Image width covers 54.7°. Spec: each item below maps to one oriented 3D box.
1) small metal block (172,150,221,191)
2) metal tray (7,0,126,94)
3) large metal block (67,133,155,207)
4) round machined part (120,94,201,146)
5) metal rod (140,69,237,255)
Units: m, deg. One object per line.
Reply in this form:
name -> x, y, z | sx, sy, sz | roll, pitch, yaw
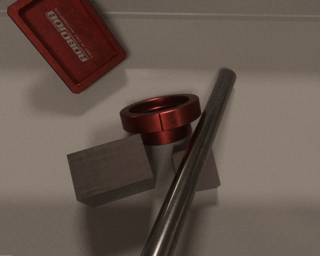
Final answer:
small metal block -> 0.044, 0.054, 0.391 | 0.050, 0.025, 0.050 | -10, 70, -4
metal tray -> -0.119, -0.122, 0.409 | 0.090, 0.030, 0.130 | -40, 112, -10
large metal block -> -0.053, 0.053, 0.361 | 0.081, 0.080, 0.050 | -16, 71, -6
round machined part -> 0.003, -0.010, 0.385 | 0.099, 0.098, 0.042 | -13, 106, -5
metal rod -> 0.042, 0.025, 0.339 | 0.025, 0.025, 0.301 | 22, 48, 7
